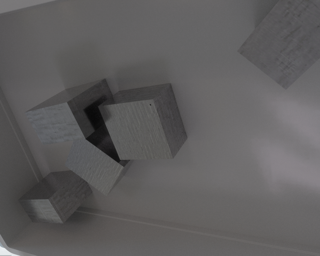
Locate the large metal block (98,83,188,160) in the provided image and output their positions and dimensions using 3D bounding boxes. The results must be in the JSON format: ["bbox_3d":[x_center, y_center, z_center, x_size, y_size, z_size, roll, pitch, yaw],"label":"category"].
[{"bbox_3d":[-0.020,-0.007,0.399,0.080,0.050,0.080,-5,116,30],"label":"large metal block"}]

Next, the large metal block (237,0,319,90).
[{"bbox_3d":[0.118,-0.090,0.256,0.050,0.080,0.080,39,129,1],"label":"large metal block"}]

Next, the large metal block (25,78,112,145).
[{"bbox_3d":[-0.117,-0.022,0.421,0.080,0.080,0.050,-8,114,32],"label":"large metal block"}]

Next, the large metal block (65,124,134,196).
[{"bbox_3d":[-0.086,0.042,0.462,0.080,0.050,0.079,36,131,4],"label":"large metal block"}]

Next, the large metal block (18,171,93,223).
[{"bbox_3d":[-0.181,0.119,0.542,0.080,0.080,0.050,-10,114,32],"label":"large metal block"}]
